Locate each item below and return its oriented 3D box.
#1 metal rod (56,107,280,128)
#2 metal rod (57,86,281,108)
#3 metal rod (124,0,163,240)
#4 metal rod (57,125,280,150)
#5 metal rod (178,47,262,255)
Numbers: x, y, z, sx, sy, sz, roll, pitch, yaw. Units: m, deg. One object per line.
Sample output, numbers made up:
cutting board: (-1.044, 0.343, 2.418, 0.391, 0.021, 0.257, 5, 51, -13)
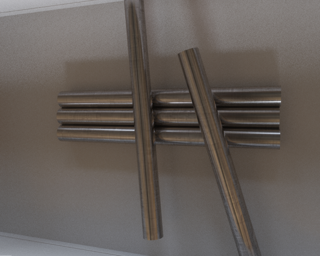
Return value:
metal rod: (-0.003, -0.015, 0.409, 0.301, 0.025, 0.025, 1, 91, 19)
metal rod: (-0.002, -0.040, 0.409, 0.301, 0.025, 0.025, 1, 91, 19)
metal rod: (-0.021, -0.013, 0.389, 0.025, 0.025, 0.298, -5, 88, 19)
metal rod: (-0.003, 0.010, 0.409, 0.301, 0.025, 0.025, 1, 91, 19)
metal rod: (0.076, 0.054, 0.360, 0.025, 0.025, 0.298, -17, 91, 19)
